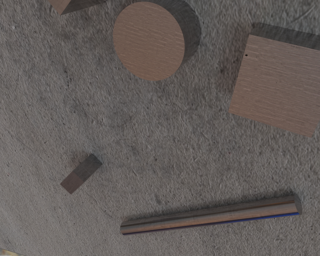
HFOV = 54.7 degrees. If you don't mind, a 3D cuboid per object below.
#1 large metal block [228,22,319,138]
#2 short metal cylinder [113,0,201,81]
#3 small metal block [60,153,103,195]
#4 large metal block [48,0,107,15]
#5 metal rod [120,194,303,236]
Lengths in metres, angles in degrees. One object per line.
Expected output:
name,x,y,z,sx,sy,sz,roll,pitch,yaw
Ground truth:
large metal block,0.120,-0.048,0.298,0.080,0.050,0.079,19,126,17
short metal cylinder,-0.002,-0.097,0.332,0.080,0.050,0.079,13,124,21
small metal block,-0.128,0.075,0.504,0.025,0.050,0.050,46,129,-4
large metal block,-0.090,-0.170,0.313,0.050,0.080,0.080,-34,100,38
metal rod,0.053,0.135,0.462,0.299,0.025,0.025,-20,108,35
